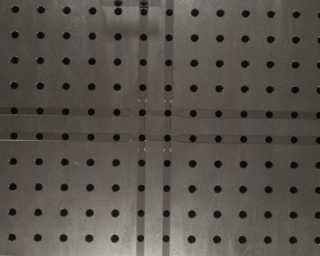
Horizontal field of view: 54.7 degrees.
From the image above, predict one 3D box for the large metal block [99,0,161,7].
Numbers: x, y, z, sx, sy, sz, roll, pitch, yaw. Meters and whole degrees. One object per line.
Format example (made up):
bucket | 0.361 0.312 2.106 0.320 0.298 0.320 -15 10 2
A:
large metal block | -0.039 -0.206 0.400 0.081 0.050 0.079 0 90 -1
